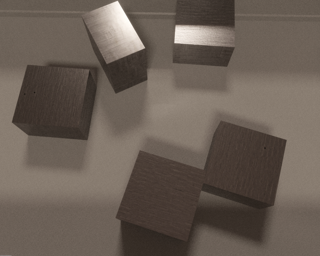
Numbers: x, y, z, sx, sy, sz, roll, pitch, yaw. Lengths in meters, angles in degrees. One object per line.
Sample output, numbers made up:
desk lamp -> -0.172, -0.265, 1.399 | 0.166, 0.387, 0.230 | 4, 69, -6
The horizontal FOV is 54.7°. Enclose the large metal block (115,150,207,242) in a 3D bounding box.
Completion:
large metal block -> 0.002, 0.081, 0.367 | 0.080, 0.050, 0.080 | 17, 71, 5

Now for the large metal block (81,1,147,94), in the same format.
large metal block -> -0.059, -0.106, 0.418 | 0.050, 0.080, 0.080 | -26, 72, -9

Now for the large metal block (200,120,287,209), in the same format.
large metal block -> 0.099, 0.046, 0.381 | 0.080, 0.050, 0.080 | 17, 71, 6

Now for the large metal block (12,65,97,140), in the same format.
large metal block -> -0.134, -0.032, 0.407 | 0.081, 0.050, 0.080 | 5, 70, 1

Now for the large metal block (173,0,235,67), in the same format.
large metal block -> 0.062, -0.139, 0.448 | 0.081, 0.050, 0.080 | 4, 70, 1
